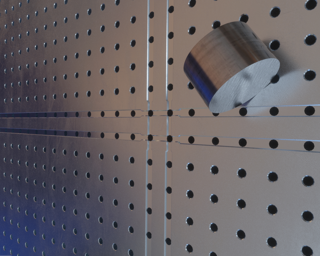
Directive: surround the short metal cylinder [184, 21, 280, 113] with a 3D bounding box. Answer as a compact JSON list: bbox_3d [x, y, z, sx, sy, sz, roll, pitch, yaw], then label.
[{"bbox_3d":[0.071,-0.059,0.315,0.080,0.081,0.050,-45,63,31],"label":"short metal cylinder"}]
